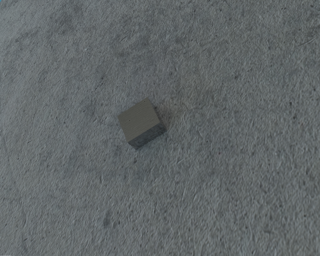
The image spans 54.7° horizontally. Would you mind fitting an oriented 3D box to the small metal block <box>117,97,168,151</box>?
[{"bbox_3d":[-0.024,-0.006,0.421,0.050,0.025,0.050,-32,52,7],"label":"small metal block"}]
